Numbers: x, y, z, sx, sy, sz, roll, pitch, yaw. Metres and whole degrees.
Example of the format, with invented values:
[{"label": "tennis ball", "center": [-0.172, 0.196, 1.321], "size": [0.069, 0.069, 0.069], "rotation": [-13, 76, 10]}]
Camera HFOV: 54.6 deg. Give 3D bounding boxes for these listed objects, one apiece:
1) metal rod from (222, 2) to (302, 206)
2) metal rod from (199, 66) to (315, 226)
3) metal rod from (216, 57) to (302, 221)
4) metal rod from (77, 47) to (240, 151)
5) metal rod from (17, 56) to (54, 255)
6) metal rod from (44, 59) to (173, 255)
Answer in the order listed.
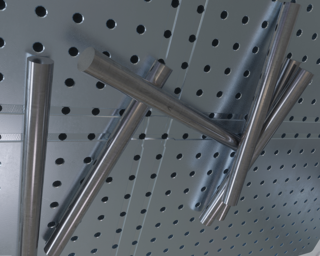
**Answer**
[{"label": "metal rod", "center": [0.141, -0.022, 0.448], "size": [0.025, 0.025, 0.298], "rotation": [3, 109, -30]}, {"label": "metal rod", "center": [0.142, 0.042, 0.489], "size": [0.025, 0.025, 0.298], "rotation": [10, 119, -33]}, {"label": "metal rod", "center": [0.151, 0.031, 0.511], "size": [0.025, 0.025, 0.298], "rotation": [5, 116, -31]}, {"label": "metal rod", "center": [0.029, -0.018, 0.389], "size": [0.301, 0.025, 0.025], "rotation": [25, 105, -45]}, {"label": "metal rod", "center": [-0.151, 0.064, 0.367], "size": [0.025, 0.025, 0.298], "rotation": [0, 118, -29]}, {"label": "metal rod", "center": [-0.073, 0.048, 0.400], "size": [0.025, 0.025, 0.299], "rotation": [22, 106, -36]}]
